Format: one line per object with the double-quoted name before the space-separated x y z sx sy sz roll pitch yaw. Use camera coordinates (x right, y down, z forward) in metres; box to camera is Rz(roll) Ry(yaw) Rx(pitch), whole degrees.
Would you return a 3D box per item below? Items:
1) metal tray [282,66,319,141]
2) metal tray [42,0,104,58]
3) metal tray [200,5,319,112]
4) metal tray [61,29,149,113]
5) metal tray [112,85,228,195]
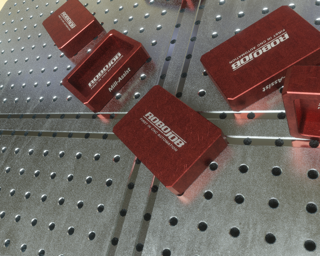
"metal tray" 0.185 -0.016 0.279 0.130 0.090 0.030 7 66 31
"metal tray" -0.179 -0.206 0.628 0.090 0.030 0.130 -40 51 1
"metal tray" 0.128 -0.089 0.393 0.130 0.030 0.090 -31 52 8
"metal tray" -0.092 -0.097 0.513 0.130 0.030 0.090 -48 51 -6
"metal tray" 0.008 0.010 0.396 0.090 0.030 0.130 -46 51 -4
